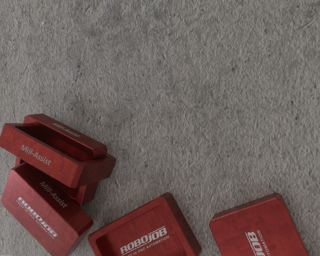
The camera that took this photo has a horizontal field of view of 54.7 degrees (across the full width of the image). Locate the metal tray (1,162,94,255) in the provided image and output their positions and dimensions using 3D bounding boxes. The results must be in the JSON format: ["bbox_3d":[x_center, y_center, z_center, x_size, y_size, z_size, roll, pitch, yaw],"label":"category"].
[{"bbox_3d":[-0.163,0.119,0.440,0.130,0.030,0.089,41,126,9],"label":"metal tray"}]

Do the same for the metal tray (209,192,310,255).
[{"bbox_3d":[0.125,0.153,0.362,0.090,0.030,0.129,-26,82,18],"label":"metal tray"}]

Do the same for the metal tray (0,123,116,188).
[{"bbox_3d":[-0.137,0.032,0.422,0.130,0.090,0.030,25,99,18],"label":"metal tray"}]

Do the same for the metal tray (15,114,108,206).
[{"bbox_3d":[-0.145,0.043,0.447,0.130,0.030,0.089,24,106,21],"label":"metal tray"}]

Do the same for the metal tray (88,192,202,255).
[{"bbox_3d":[-0.023,0.155,0.414,0.130,0.030,0.090,-32,80,17],"label":"metal tray"}]
